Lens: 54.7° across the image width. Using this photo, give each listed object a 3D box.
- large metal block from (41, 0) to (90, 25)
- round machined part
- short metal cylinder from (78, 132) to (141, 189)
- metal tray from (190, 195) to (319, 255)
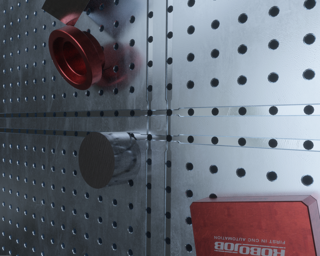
[{"bbox_3d":[-0.129,-0.213,0.475,0.080,0.050,0.080,-45,26,30],"label":"large metal block"},{"bbox_3d":[-0.124,-0.112,0.483,0.098,0.042,0.097,27,138,28],"label":"round machined part"},{"bbox_3d":[-0.074,0.045,0.455,0.080,0.050,0.079,0,90,40],"label":"short metal cylinder"},{"bbox_3d":[0.098,0.120,0.325,0.130,0.030,0.090,-12,82,39],"label":"metal tray"}]
